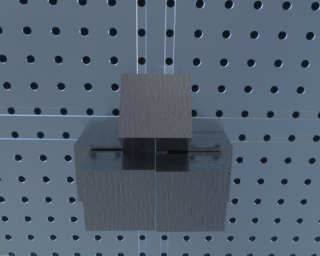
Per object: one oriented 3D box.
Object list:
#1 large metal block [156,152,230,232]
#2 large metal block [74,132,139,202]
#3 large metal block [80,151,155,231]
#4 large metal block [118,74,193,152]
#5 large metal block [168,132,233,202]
[{"bbox_3d":[0.036,0.076,0.373,0.081,0.050,0.079,0,110,-1],"label":"large metal block"},{"bbox_3d":[-0.067,0.052,0.419,0.081,0.050,0.079,1,110,-1],"label":"large metal block"},{"bbox_3d":[-0.046,0.074,0.370,0.081,0.050,0.079,0,110,-1],"label":"large metal block"},{"bbox_3d":[-0.005,-0.017,0.372,0.081,0.050,0.080,0,68,-1],"label":"large metal block"},{"bbox_3d":[0.050,0.052,0.419,0.081,0.050,0.079,-1,110,0],"label":"large metal block"}]
